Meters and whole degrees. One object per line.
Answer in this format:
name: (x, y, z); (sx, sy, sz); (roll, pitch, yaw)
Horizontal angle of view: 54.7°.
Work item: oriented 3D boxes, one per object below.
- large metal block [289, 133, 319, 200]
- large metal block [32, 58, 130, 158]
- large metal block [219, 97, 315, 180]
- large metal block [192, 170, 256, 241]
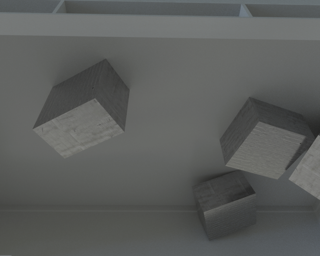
large metal block: (0.222, 0.036, 0.399); (0.050, 0.081, 0.079); (36, 135, 26)
large metal block: (-0.085, -0.023, 0.352); (0.080, 0.080, 0.050); (-23, 127, 18)
large metal block: (0.137, 0.015, 0.408); (0.081, 0.050, 0.079); (16, 128, -14)
large metal block: (0.102, 0.122, 0.486); (0.080, 0.050, 0.080); (-19, 129, -4)
